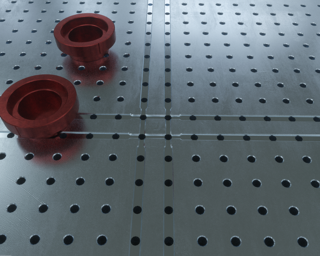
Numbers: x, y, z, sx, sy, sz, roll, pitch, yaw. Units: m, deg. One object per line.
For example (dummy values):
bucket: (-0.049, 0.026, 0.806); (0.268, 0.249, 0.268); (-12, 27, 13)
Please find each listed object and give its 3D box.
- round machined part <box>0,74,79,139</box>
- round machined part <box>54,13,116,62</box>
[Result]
round machined part: (-0.158, -0.024, 0.415); (0.099, 0.042, 0.098); (0, 50, 0)
round machined part: (-0.123, -0.148, 0.520); (0.099, 0.042, 0.098); (0, 50, 0)
